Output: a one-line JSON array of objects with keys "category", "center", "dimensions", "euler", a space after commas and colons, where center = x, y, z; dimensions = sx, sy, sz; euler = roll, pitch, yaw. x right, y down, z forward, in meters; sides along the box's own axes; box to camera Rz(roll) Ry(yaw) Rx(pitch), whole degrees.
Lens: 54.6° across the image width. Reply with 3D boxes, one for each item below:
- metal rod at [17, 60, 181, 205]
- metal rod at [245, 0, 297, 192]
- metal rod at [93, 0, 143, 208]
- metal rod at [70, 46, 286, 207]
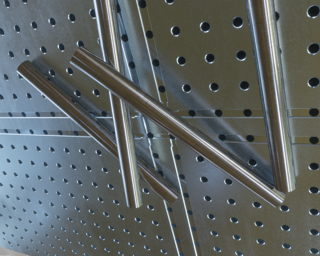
[{"category": "metal rod", "center": [-0.091, 0.007, 0.464], "dimensions": [0.300, 0.025, 0.025], "euler": [41, 129, 0]}, {"category": "metal rod", "center": [0.111, -0.061, 0.315], "dimensions": [0.025, 0.025, 0.299], "euler": [-3, 117, 30]}, {"category": "metal rod", "center": [-0.051, -0.026, 0.403], "dimensions": [0.025, 0.025, 0.298], "euler": [5, 115, 25]}, {"category": "metal rod", "center": [0.026, 0.002, 0.372], "dimensions": [0.301, 0.025, 0.025], "euler": [35, 130, -6]}]
